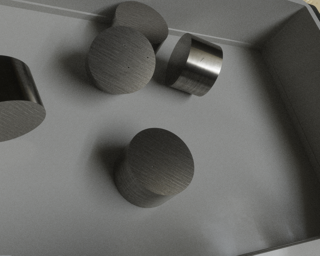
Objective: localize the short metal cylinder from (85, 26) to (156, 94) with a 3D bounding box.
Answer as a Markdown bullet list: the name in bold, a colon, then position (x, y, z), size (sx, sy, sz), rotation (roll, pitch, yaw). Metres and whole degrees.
- **short metal cylinder**: position (-0.051, -0.082, 0.390), size (0.081, 0.050, 0.079), rotation (-2, 96, -18)

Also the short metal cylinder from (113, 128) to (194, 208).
- **short metal cylinder**: position (-0.008, 0.046, 0.358), size (0.081, 0.050, 0.080), rotation (14, 56, -21)

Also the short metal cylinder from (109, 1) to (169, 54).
- **short metal cylinder**: position (-0.035, -0.139, 0.457), size (0.081, 0.050, 0.080), rotation (14, 56, -21)

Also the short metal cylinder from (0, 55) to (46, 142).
- **short metal cylinder**: position (-0.160, -0.025, 0.300), size (0.081, 0.080, 0.050), rotation (-14, 70, -34)

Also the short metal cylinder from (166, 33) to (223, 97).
- **short metal cylinder**: position (0.048, -0.092, 0.454), size (0.050, 0.080, 0.080), rotation (17, 55, -19)
